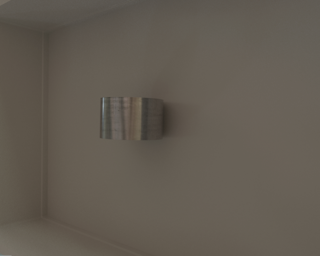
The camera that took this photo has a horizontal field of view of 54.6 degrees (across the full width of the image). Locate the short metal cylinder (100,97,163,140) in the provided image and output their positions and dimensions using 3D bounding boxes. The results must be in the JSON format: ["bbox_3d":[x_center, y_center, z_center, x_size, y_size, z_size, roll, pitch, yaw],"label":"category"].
[{"bbox_3d":[-0.036,-0.012,0.398,0.080,0.081,0.050,3,92,40],"label":"short metal cylinder"}]
